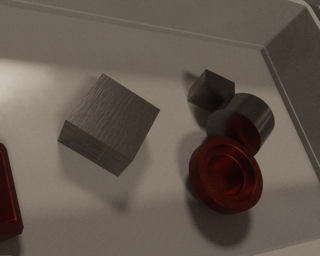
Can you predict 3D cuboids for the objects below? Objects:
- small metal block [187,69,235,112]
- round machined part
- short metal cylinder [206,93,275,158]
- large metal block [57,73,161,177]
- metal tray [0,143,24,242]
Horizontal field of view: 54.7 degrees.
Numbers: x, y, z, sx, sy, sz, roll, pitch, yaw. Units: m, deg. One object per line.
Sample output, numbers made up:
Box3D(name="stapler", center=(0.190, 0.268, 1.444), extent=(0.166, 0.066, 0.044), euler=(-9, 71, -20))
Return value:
Box3D(name="small metal block", center=(0.077, -0.054, 0.465), extent=(0.050, 0.050, 0.025), euler=(22, 50, -15))
Box3D(name="round machined part", center=(0.080, 0.063, 0.400), extent=(0.099, 0.042, 0.098), euler=(13, 57, -21))
Box3D(name="short metal cylinder", center=(0.112, -0.003, 0.434), extent=(0.080, 0.080, 0.050), euler=(46, 51, 3))
Box3D(name="large metal block", center=(-0.058, -0.004, 0.362), extent=(0.080, 0.050, 0.080), euler=(33, 51, -7))
Box3D(name="metal tray", center=(-0.160, 0.042, 0.231), extent=(0.030, 0.130, 0.090), euler=(-23, 71, 1))
